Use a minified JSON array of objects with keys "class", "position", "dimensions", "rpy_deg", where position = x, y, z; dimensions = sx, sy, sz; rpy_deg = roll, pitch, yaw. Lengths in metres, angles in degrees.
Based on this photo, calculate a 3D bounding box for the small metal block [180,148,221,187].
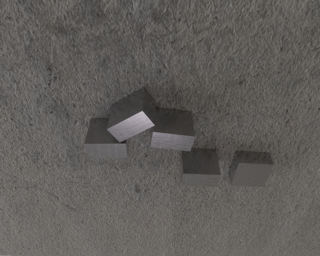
[{"class":"small metal block","position":[0.055,0.055,0.438],"dimensions":[0.050,0.050,0.025],"rpy_deg":[3,130,-3]}]

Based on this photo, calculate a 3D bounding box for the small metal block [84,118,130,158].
[{"class":"small metal block","position":[-0.066,0.012,0.400],"dimensions":[0.050,0.050,0.025],"rpy_deg":[0,130,0]}]

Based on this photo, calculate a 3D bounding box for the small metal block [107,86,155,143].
[{"class":"small metal block","position":[-0.034,-0.017,0.376],"dimensions":[0.050,0.050,0.025],"rpy_deg":[-26,126,20]}]

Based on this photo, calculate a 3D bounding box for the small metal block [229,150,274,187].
[{"class":"small metal block","position":[0.134,0.061,0.460],"dimensions":[0.050,0.025,0.050],"rpy_deg":[4,130,-4]}]

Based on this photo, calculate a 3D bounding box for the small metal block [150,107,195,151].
[{"class":"small metal block","position":[0.015,0.001,0.391],"dimensions":[0.050,0.050,0.025],"rpy_deg":[7,130,-6]}]
